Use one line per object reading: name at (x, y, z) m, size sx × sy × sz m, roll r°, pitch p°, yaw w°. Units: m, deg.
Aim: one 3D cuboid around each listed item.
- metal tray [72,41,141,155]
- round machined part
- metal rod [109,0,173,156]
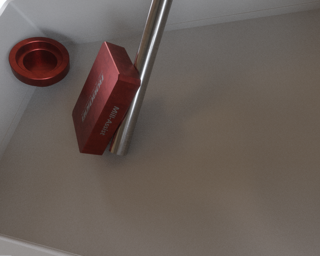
metal tray at (-0.078, -0.038, 0.418) m, size 0.129 × 0.030 × 0.090 m, roll -57°, pitch 39°, yaw 29°
round machined part at (-0.212, -0.112, 0.553) m, size 0.099 × 0.042 × 0.098 m, roll 6°, pitch 59°, yaw -10°
metal rod at (-0.013, -0.108, 0.394) m, size 0.025 × 0.025 × 0.298 m, roll 24°, pitch 101°, yaw 36°
